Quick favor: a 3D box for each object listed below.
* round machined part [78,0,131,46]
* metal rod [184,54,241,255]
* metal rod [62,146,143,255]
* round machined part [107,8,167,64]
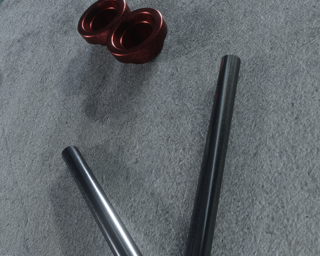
[{"bbox_3d":[-0.095,-0.187,0.558,0.098,0.042,0.098,-13,56,21],"label":"round machined part"},{"bbox_3d":[0.059,0.043,0.346,0.025,0.025,0.300,1,62,28],"label":"metal rod"},{"bbox_3d":[-0.053,0.112,0.347,0.025,0.025,0.300,-44,46,-2],"label":"metal rod"},{"bbox_3d":[-0.033,-0.142,0.497,0.098,0.042,0.098,-13,56,21],"label":"round machined part"}]
